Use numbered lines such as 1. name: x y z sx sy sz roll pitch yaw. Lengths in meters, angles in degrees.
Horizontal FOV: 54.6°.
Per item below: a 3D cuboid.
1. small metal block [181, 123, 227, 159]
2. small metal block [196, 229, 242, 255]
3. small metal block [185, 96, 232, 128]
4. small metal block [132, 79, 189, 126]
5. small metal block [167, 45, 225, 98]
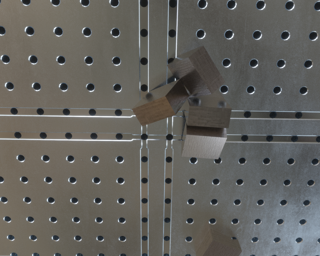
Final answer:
1. small metal block: 0.056 0.016 0.407 0.050 0.025 0.050 5 142 -2
2. small metal block: 0.091 0.194 0.485 0.050 0.025 0.050 24 108 -9
3. small metal block: 0.059 -0.022 0.392 0.050 0.050 0.025 4 110 -2
4. small metal block: 0.002 -0.031 0.380 0.050 0.050 0.025 -18 111 34
5. small metal block: 0.042 -0.066 0.373 0.025 0.050 0.050 -42 108 -21
